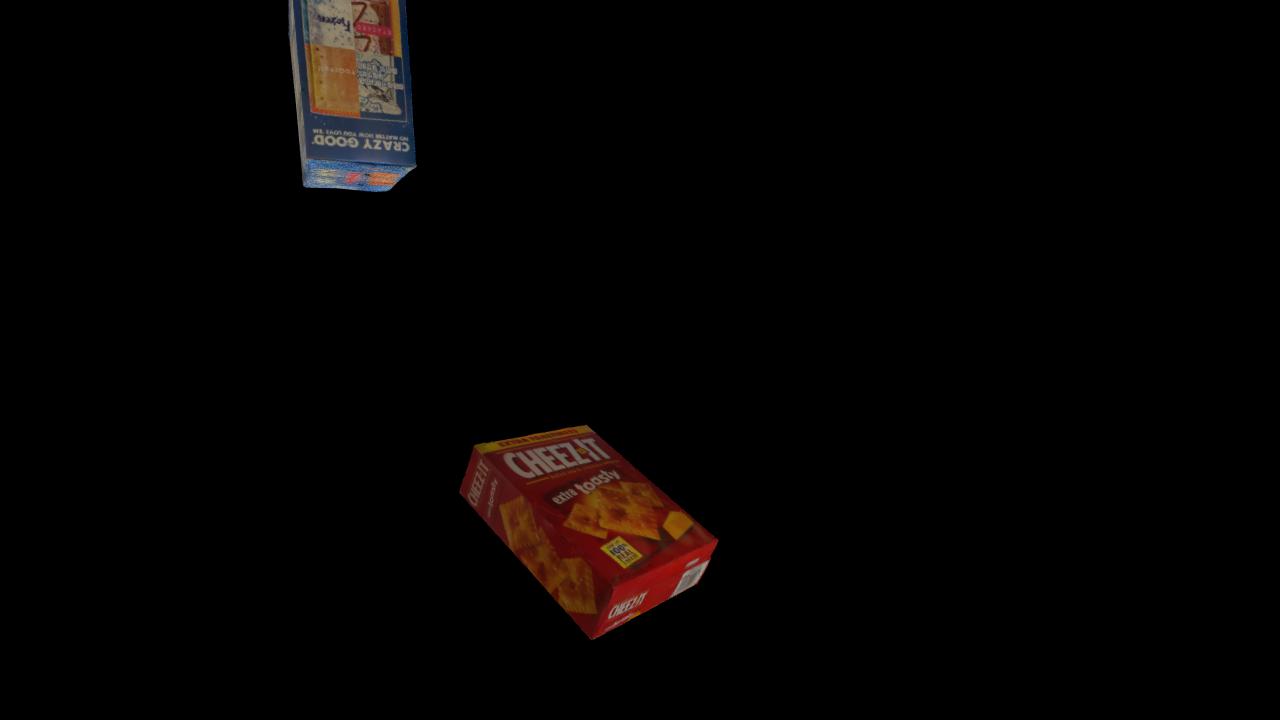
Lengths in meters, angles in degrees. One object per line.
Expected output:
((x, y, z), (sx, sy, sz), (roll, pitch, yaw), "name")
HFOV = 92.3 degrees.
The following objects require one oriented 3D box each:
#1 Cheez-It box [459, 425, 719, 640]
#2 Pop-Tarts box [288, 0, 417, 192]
((-0.054, 0.161, 0.639), (0.223, 0.071, 0.166), (35, 23, 34), "Cheez-It box")
((-0.252, -0.228, 0.532), (0.083, 0.141, 0.167), (-5, 9, -28), "Pop-Tarts box")
